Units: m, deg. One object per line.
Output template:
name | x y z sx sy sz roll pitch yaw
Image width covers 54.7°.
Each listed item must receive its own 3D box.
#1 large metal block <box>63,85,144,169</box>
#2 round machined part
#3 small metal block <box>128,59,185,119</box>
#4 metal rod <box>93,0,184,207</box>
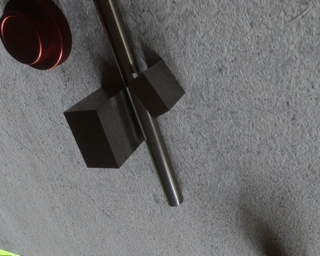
large metal block | -0.066 -0.004 0.402 0.050 0.080 0.080 -3 117 29
round machined part | -0.170 -0.122 0.407 0.098 0.042 0.097 13 124 20
small metal block | -0.002 -0.046 0.362 0.025 0.050 0.050 -26 104 37
metal rod | -0.021 -0.022 0.402 0.025 0.025 0.298 -5 116 30
